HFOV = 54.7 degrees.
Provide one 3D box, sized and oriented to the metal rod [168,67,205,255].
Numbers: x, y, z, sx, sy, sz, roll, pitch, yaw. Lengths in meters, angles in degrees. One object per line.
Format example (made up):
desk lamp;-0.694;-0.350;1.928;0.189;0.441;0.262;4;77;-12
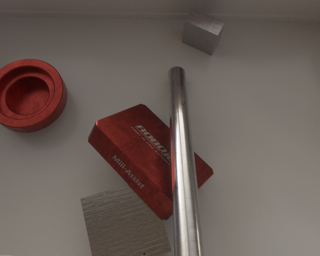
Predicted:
metal rod;0.024;0.029;0.334;0.025;0.025;0.300;0;45;0

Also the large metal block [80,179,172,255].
large metal block;-0.038;0.111;0.355;0.081;0.050;0.080;-15;71;-6

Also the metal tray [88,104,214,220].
metal tray;-0.009;0.033;0.368;0.130;0.030;0.091;44;37;14

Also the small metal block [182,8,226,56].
small metal block;0.062;-0.138;0.448;0.050;0.050;0.025;27;72;9

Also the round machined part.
round machined part;-0.173;-0.039;0.413;0.099;0.042;0.098;0;70;-1
